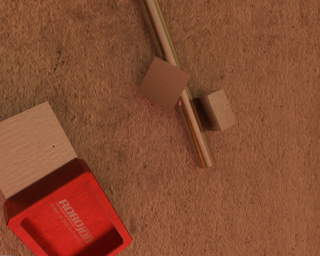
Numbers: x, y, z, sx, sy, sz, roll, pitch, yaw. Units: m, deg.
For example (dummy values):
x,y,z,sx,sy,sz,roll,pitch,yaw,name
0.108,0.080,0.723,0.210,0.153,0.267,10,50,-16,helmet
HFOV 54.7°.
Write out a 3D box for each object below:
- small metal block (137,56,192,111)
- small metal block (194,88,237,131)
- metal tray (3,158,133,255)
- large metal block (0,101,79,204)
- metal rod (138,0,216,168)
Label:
x,y,z,sx,sy,sz,roll,pitch,yaw,name
0.006,-0.057,0.395,0.050,0.025,0.050,29,103,2,small metal block
0.072,-0.024,0.424,0.025,0.050,0.050,-27,99,-18,small metal block
-0.095,0.108,0.343,0.090,0.030,0.129,-32,126,-17,metal tray
-0.144,0.025,0.343,0.081,0.050,0.080,-29,100,-18,large metal block
0.014,-0.087,0.415,0.025,0.025,0.298,-23,98,-19,metal rod
